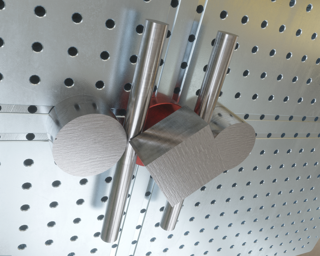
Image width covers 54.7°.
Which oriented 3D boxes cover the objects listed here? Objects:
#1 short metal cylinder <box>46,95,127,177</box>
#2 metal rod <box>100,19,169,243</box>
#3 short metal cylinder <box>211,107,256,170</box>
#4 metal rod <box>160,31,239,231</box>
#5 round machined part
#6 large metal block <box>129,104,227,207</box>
[{"bbox_3d":[-0.085,0.008,0.354,0.081,0.050,0.079,-14,124,-21],"label":"short metal cylinder"},{"bbox_3d":[-0.037,0.023,0.377,0.025,0.025,0.298,0,118,-29],"label":"metal rod"},{"bbox_3d":[0.091,0.016,0.453,0.081,0.050,0.079,-14,124,-21],"label":"short metal cylinder"},{"bbox_3d":[0.046,0.021,0.422,0.025,0.025,0.298,0,119,-29],"label":"metal rod"},{"bbox_3d":[0.000,0.012,0.408,0.099,0.042,0.097,-14,124,-21],"label":"round machined part"},{"bbox_3d":[0.023,0.033,0.366,0.080,0.050,0.080,-33,129,-7],"label":"large metal block"}]
